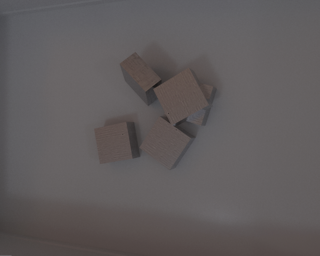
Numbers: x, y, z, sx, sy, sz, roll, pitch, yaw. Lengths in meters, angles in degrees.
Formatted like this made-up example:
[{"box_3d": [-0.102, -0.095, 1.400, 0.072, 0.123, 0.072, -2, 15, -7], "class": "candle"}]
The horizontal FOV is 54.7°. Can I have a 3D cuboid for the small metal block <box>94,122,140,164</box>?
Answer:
[{"box_3d": [-0.060, 0.021, 0.431, 0.050, 0.025, 0.050, -11, 86, 19], "class": "small metal block"}]

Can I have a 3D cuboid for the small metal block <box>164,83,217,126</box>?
[{"box_3d": [0.039, -0.034, 0.397, 0.050, 0.025, 0.050, 19, 96, 19], "class": "small metal block"}]

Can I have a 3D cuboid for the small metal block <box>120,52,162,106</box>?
[{"box_3d": [-0.023, -0.062, 0.402, 0.025, 0.050, 0.050, -40, 76, -9], "class": "small metal block"}]

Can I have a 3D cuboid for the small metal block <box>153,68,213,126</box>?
[{"box_3d": [0.028, -0.037, 0.374, 0.050, 0.025, 0.050, -29, 81, 17], "class": "small metal block"}]

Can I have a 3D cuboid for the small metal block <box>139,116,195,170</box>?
[{"box_3d": [0.010, 0.019, 0.407, 0.050, 0.025, 0.050, 36, 101, 16], "class": "small metal block"}]
